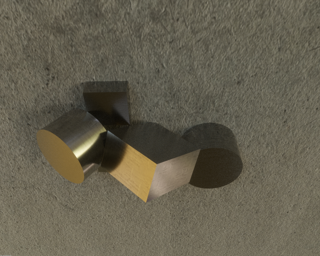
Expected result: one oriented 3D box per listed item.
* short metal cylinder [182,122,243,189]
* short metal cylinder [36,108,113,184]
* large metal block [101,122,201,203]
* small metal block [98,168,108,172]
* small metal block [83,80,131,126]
[{"bbox_3d":[0.068,0.038,0.426,0.081,0.050,0.079,0,130,0],"label":"short metal cylinder"},{"bbox_3d":[-0.105,0.022,0.386,0.080,0.050,0.079,25,137,26],"label":"short metal cylinder"},{"bbox_3d":[-0.012,0.036,0.379,0.081,0.080,0.050,-13,125,-48],"label":"large metal block"},{"bbox_3d":[-0.062,0.037,0.439,0.050,0.025,0.050,2,130,-3],"label":"small metal block"},{"bbox_3d":[-0.063,-0.030,0.382,0.050,0.025,0.050,-1,130,0],"label":"small metal block"}]
